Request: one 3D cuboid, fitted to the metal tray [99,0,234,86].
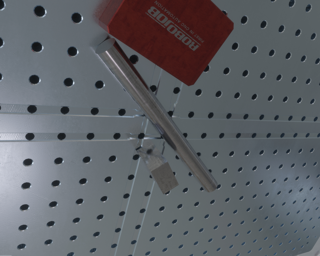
[{"bbox_3d":[0.012,-0.115,0.344,0.131,0.030,0.090,27,104,-37],"label":"metal tray"}]

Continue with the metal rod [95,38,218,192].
[{"bbox_3d":[0.013,0.005,0.421,0.025,0.025,0.300,-39,130,-2],"label":"metal rod"}]

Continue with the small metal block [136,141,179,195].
[{"bbox_3d":[-0.003,0.055,0.427,0.025,0.050,0.050,-31,129,-8],"label":"small metal block"}]
